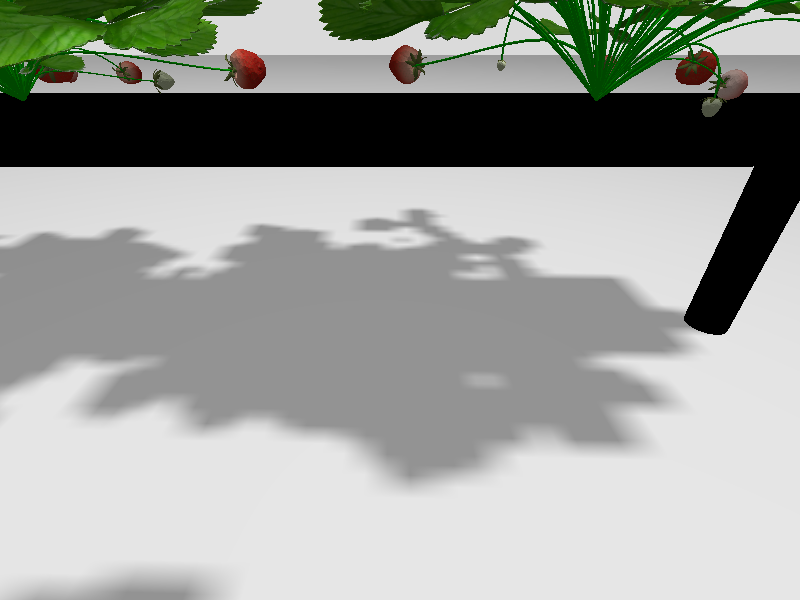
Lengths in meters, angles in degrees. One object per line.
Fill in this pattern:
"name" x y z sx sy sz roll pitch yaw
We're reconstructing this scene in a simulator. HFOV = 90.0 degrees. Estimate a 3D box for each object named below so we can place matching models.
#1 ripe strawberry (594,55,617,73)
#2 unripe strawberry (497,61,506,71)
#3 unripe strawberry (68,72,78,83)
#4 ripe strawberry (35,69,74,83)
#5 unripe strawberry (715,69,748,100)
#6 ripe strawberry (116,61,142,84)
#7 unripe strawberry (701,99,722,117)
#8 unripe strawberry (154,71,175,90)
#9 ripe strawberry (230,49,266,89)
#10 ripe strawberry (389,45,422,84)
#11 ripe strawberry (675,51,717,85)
"ripe strawberry" 0.209 -0.236 0.414 0.028 0.029 0.030 13 34 20
"unripe strawberry" 0.125 -0.290 0.496 0.011 0.011 0.011 -4 33 -6
"unripe strawberry" -0.392 -0.269 0.468 0.028 0.030 0.030 -15 -20 -22
"ripe strawberry" -0.374 -0.252 0.430 0.038 0.033 0.038 -16 35 -23
"unripe strawberry" 0.266 -0.172 0.320 0.021 0.021 0.020 3 32 -9
"ripe strawberry" -0.287 -0.242 0.426 0.024 0.021 0.024 2 27 3
"unripe strawberry" 0.172 -0.107 0.222 0.009 0.010 0.010 -5 33 -8
"unripe strawberry" -0.219 -0.204 0.372 0.016 0.016 0.017 -27 41 -36
"ripe strawberry" -0.143 -0.218 0.379 0.032 0.033 0.029 -17 36 -25
"ripe strawberry" 0.004 -0.263 0.448 0.036 0.038 0.039 -26 40 -34
"ripe strawberry" 0.300 -0.232 0.404 0.034 0.029 0.034 2 23 -44
